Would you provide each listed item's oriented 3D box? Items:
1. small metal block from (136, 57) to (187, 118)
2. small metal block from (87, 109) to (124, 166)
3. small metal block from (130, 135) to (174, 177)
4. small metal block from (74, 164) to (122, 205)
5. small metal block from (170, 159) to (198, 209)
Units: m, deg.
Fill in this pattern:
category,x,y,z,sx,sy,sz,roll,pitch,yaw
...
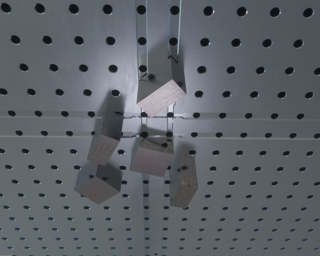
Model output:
category,x,y,z,sx,sy,sz,roll,pitch,yaw
small metal block,0.001,-0.047,0.355,0.050,0.050,0.025,-32,123,24
small metal block,-0.071,0.012,0.405,0.025,0.050,0.050,22,127,-18
small metal block,-0.012,0.041,0.446,0.050,0.025,0.050,13,129,-11
small metal block,-0.097,0.089,0.486,0.050,0.025,0.050,-34,123,25
small metal block,0.034,0.084,0.467,0.025,0.050,0.050,13,129,-11
